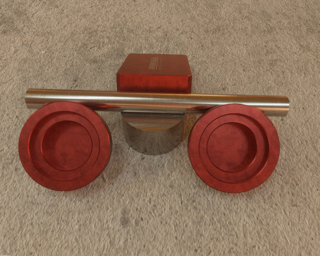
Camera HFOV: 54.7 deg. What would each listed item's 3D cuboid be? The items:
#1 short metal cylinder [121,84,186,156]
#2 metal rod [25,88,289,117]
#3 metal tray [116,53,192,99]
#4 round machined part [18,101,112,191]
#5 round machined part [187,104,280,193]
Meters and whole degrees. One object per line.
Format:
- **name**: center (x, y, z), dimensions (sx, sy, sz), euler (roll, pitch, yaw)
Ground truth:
- **short metal cylinder**: center (-0.008, -0.011, 0.398), dimensions (0.081, 0.050, 0.080), euler (0, 50, 0)
- **metal rod**: center (-0.004, -0.030, 0.366), dimensions (0.302, 0.025, 0.025), euler (2, 50, 1)
- **metal tray**: center (-0.005, -0.076, 0.430), dimensions (0.091, 0.030, 0.130), euler (2, 24, 1)
- **round machined part**: center (-0.104, 0.020, 0.355), dimensions (0.099, 0.042, 0.097), euler (0, 88, -1)
- **round machined part**: center (0.080, 0.021, 0.354), dimensions (0.099, 0.042, 0.097), euler (0, 93, 0)
